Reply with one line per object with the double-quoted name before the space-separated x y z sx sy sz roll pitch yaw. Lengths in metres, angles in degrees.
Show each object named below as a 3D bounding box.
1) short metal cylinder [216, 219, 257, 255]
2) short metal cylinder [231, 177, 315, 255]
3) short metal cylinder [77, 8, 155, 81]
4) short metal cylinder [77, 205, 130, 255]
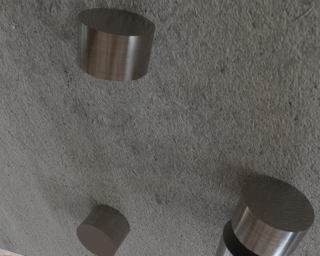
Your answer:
"short metal cylinder" 0.118 0.164 0.410 0.080 0.080 0.050 19 126 17
"short metal cylinder" 0.131 0.104 0.367 0.080 0.080 0.050 21 126 16
"short metal cylinder" -0.049 -0.093 0.340 0.080 0.080 0.050 23 127 14
"short metal cylinder" -0.102 0.186 0.560 0.080 0.050 0.079 13 124 21
